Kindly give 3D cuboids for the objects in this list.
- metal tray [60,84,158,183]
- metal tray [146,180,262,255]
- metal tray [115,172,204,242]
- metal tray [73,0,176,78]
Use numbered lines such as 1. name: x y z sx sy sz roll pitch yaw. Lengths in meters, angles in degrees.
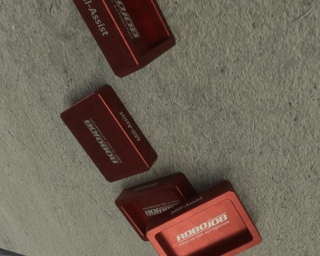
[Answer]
1. metal tray: -0.074 0.012 0.451 0.090 0.030 0.130 -23 106 36
2. metal tray: 0.058 0.140 0.421 0.130 0.030 0.090 -29 103 9
3. metal tray: 0.002 0.126 0.480 0.130 0.030 0.090 -24 106 36
4. metal tray: -0.041 -0.125 0.308 0.030 0.090 0.130 -18 109 35
